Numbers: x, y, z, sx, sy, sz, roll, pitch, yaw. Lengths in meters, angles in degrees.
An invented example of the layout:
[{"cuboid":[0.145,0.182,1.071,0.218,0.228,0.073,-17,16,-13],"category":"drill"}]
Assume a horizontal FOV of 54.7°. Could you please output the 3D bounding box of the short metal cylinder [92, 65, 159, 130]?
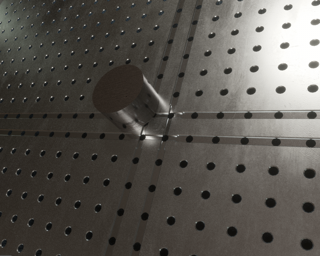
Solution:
[{"cuboid":[-0.048,-0.043,0.442,0.080,0.050,0.080,-13,56,20],"category":"short metal cylinder"}]
